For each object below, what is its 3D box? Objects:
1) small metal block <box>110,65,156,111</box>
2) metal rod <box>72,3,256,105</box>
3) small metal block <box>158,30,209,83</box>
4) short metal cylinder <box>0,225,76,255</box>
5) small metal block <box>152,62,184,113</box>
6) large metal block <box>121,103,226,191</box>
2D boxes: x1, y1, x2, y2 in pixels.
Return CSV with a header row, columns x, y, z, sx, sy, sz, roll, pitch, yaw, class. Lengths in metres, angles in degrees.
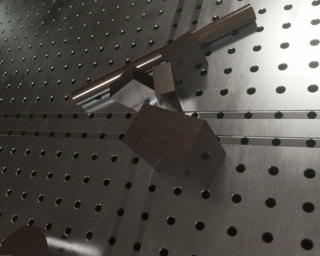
x,y,z,sx,sy,sz,roll,pitch,yaw,class
-0.035,-0.054,0.433,0.050,0.050,0.025,-32,49,34,small metal block
-0.003,-0.107,0.473,0.301,0.025,0.025,-23,53,13,metal rod
0.034,-0.099,0.434,0.050,0.050,0.025,-33,52,7,small metal block
-0.149,0.162,0.369,0.080,0.050,0.080,-13,57,20,short metal cylinder
0.011,-0.051,0.415,0.025,0.050,0.050,-14,56,11,small metal block
0.018,0.022,0.349,0.080,0.080,0.050,18,71,34,large metal block
